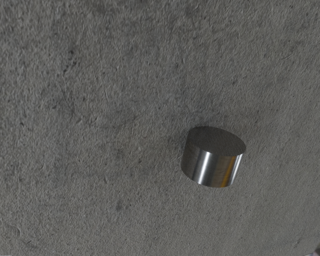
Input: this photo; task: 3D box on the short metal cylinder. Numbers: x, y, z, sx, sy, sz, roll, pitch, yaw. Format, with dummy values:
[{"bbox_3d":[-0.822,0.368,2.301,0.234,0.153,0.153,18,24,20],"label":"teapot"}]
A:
[{"bbox_3d":[0.073,0.038,0.434,0.081,0.080,0.050,-3,120,-27],"label":"short metal cylinder"}]
